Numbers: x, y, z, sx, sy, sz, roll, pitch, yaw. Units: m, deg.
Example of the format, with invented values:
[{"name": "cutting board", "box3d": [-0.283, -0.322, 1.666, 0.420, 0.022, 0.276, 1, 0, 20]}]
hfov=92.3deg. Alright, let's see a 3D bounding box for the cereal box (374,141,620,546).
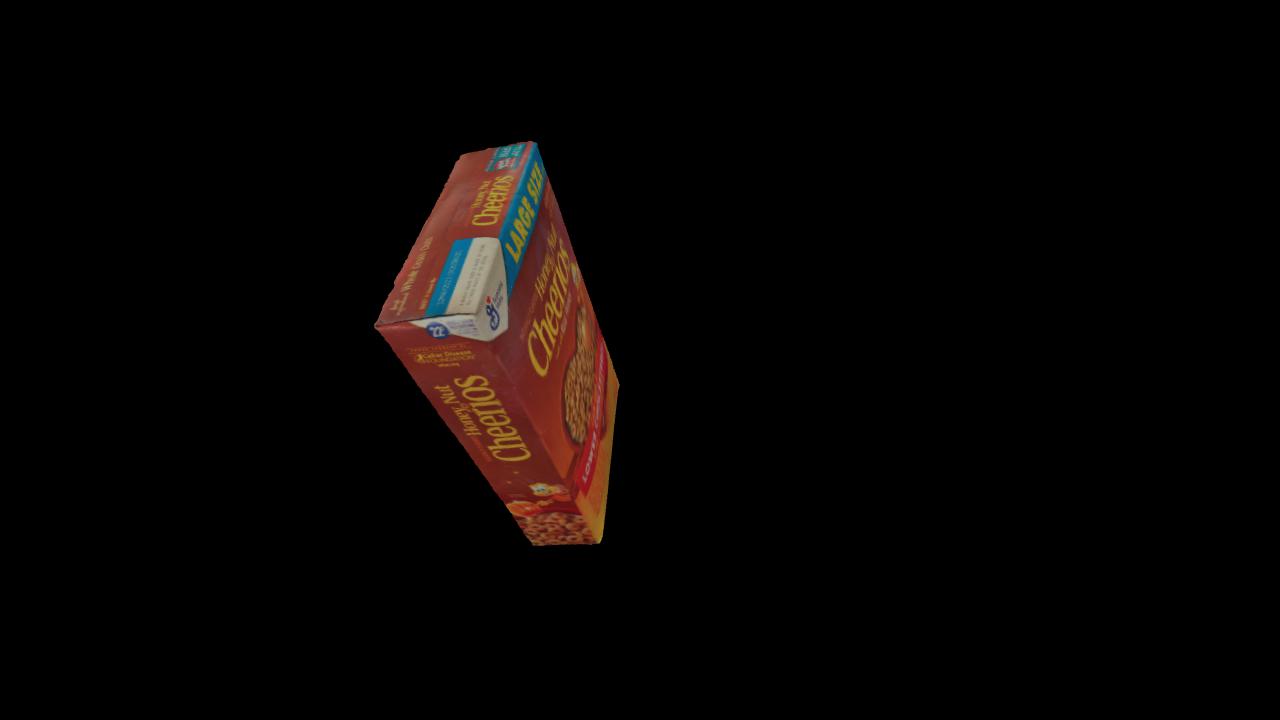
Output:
[{"name": "cereal box", "box3d": [-0.092, 0.001, 0.535, 0.081, 0.203, 0.306, -5, -44, 10]}]
